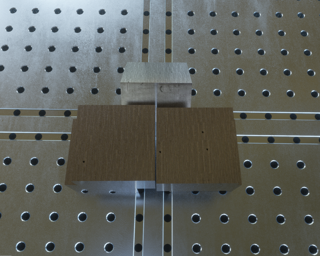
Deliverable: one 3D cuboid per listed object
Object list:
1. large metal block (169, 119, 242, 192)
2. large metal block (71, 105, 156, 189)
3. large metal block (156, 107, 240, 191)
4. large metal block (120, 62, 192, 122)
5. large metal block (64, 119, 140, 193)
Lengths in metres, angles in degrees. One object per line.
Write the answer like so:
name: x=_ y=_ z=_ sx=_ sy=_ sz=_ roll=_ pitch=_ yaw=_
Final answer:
large metal block: x=0.051 y=0.036 z=0.385 sx=0.081 sy=0.050 sz=0.080 roll=-1 pitch=70 yaw=-1
large metal block: x=-0.045 y=0.022 z=0.334 sx=0.081 sy=0.050 sz=0.080 roll=0 pitch=70 yaw=-1
large metal block: x=0.036 y=0.024 z=0.335 sx=0.081 sy=0.050 sz=0.080 roll=0 pitch=70 yaw=-1
large metal block: x=-0.004 y=-0.048 z=0.394 sx=0.081 sy=0.050 sz=0.080 roll=0 pitch=28 yaw=-1
large metal block: x=-0.066 y=0.036 z=0.385 sx=0.081 sy=0.050 sz=0.080 roll=1 pitch=70 yaw=0
